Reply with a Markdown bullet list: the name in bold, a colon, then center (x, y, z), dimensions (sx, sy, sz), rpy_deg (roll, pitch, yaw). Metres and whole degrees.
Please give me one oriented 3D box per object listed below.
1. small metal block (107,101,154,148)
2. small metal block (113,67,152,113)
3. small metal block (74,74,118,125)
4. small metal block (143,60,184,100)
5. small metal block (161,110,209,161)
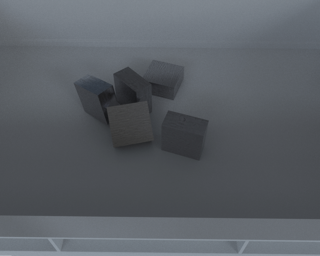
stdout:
- **small metal block**: center (-0.038, -0.005, 0.392), dimensions (0.050, 0.025, 0.050), rpy_deg (-10, 90, -9)
- **small metal block**: center (-0.037, -0.048, 0.428), dimensions (0.025, 0.050, 0.050), rpy_deg (-33, 56, -26)
- **small metal block**: center (-0.083, -0.039, 0.416), dimensions (0.050, 0.050, 0.025), rpy_deg (28, 55, 33)
- **small metal block**: center (0.005, -0.073, 0.466), dimensions (0.050, 0.025, 0.050), rpy_deg (15, 52, 12)
- **small metal block**: center (0.030, 0.010, 0.381), dimensions (0.050, 0.050, 0.025), rpy_deg (15, 52, 12)
